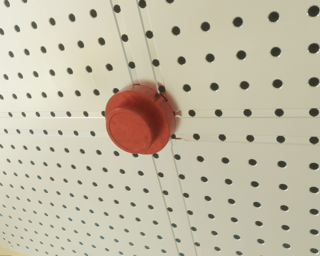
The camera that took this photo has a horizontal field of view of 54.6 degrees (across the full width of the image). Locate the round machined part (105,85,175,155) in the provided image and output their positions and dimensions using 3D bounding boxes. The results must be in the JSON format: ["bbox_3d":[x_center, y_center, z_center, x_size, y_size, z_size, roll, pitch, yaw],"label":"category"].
[{"bbox_3d":[-0.033,-0.005,0.415,0.098,0.042,0.097,13,124,21],"label":"round machined part"}]
